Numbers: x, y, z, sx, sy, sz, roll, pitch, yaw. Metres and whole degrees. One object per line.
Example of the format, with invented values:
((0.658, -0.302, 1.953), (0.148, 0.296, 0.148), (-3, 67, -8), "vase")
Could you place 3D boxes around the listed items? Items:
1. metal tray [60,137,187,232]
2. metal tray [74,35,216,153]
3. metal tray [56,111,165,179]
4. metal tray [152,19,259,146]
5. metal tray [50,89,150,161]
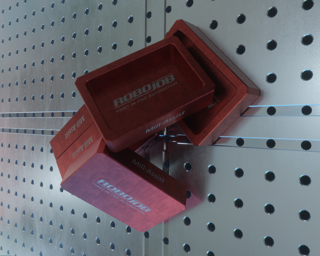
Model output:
((-0.042, 0.073, 0.382), (0.090, 0.130, 0.030), (-39, 25, 33), "metal tray")
((-0.016, -0.041, 0.347), (0.131, 0.030, 0.090), (-27, 66, -11), "metal tray")
((-0.067, 0.024, 0.418), (0.130, 0.091, 0.030), (-39, 66, 32), "metal tray")
((0.041, -0.054, 0.369), (0.090, 0.030, 0.130), (-51, 61, 27), "metal tray")
((-0.080, -0.001, 0.430), (0.130, 0.091, 0.030), (-39, 66, 32), "metal tray")
